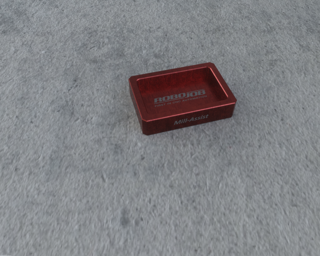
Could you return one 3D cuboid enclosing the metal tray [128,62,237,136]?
[{"bbox_3d":[0.029,-0.044,0.437,0.131,0.030,0.090,-12,51,-11],"label":"metal tray"}]
